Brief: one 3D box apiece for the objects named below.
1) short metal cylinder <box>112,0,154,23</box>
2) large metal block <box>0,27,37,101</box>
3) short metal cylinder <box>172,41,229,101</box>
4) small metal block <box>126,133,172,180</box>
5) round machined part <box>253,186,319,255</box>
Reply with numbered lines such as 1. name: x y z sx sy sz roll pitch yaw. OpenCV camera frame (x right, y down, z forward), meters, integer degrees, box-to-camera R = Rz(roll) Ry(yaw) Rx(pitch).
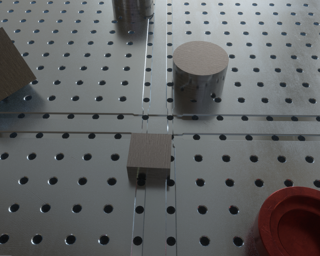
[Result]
1. short metal cylinder: -0.053 -0.248 0.599 0.080 0.050 0.080 0 50 0
2. large metal block: -0.237 -0.082 0.430 0.050 0.080 0.080 8 43 47
3. short metal cylinder: 0.059 -0.086 0.464 0.080 0.050 0.080 0 50 0
4. small metal block: -0.012 0.034 0.379 0.050 0.025 0.050 3 50 2
5. round machined part: 0.142 0.111 0.304 0.099 0.042 0.098 0 50 0
